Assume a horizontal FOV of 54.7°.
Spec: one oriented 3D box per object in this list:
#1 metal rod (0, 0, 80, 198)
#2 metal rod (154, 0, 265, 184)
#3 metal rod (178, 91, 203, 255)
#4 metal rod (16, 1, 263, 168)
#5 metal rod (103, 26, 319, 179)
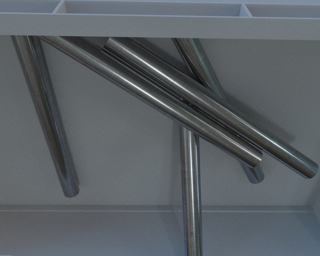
[{"bbox_3d":[-0.142,-0.013,0.395,0.025,0.025,0.298,-1,130,0],"label":"metal rod"},{"bbox_3d":[0.077,-0.025,0.389,0.025,0.025,0.300,-23,127,18],"label":"metal rod"},{"bbox_3d":[0.042,0.094,0.408,0.025,0.025,0.298,-3,105,2],"label":"metal rod"},{"bbox_3d":[-0.006,-0.035,0.337,0.301,0.025,0.025,31,124,-18],"label":"metal rod"},{"bbox_3d":[0.072,-0.018,0.358,0.301,0.025,0.025,31,124,-18],"label":"metal rod"}]
